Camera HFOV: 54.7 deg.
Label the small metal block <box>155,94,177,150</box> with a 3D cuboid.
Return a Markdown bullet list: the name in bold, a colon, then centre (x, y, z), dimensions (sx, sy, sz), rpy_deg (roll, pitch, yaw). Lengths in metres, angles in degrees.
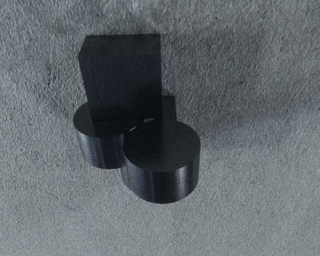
- **small metal block**: centre (0.006, -0.008, 0.389), dimensions (0.025, 0.050, 0.050), rpy_deg (1, 130, -1)

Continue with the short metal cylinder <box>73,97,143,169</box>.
- **short metal cylinder**: centre (-0.059, 0.003, 0.376), dimensions (0.080, 0.080, 0.050), rpy_deg (-2, 130, 1)

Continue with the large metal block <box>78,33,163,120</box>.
- **large metal block**: centre (-0.039, -0.056, 0.345), dimensions (0.080, 0.050, 0.079), rpy_deg (-2, 130, 1)

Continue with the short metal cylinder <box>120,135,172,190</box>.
- **short metal cylinder**: centre (-0.013, 0.041, 0.408), dimensions (0.081, 0.080, 0.050), rpy_deg (0, 130, 0)

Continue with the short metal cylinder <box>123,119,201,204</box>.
- **short metal cylinder**: centre (0.003, 0.034, 0.337), dimensions (0.080, 0.080, 0.050), rpy_deg (-2, 130, 1)
